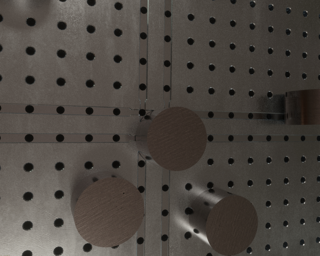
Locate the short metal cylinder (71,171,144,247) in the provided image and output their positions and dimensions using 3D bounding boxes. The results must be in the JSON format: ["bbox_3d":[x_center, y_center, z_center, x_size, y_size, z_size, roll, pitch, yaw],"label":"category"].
[{"bbox_3d":[-0.065,0.096,0.376,0.081,0.050,0.079,0,90,-20],"label":"short metal cylinder"}]

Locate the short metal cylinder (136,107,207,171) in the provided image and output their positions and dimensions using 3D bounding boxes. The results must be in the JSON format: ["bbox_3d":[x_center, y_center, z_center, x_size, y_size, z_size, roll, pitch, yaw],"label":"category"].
[{"bbox_3d":[0.014,0.013,0.406,0.081,0.050,0.079,0,90,-20],"label":"short metal cylinder"}]

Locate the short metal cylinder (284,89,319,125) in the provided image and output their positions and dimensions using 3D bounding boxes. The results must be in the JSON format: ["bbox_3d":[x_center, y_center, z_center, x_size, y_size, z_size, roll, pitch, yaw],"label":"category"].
[{"bbox_3d":[0.232,-0.031,0.471,0.081,0.080,0.050,-2,91,-20],"label":"short metal cylinder"}]

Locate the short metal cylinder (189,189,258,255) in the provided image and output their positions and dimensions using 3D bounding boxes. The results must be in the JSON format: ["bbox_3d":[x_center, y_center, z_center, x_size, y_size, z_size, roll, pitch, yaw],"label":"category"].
[{"bbox_3d":[0.088,0.129,0.434,0.081,0.050,0.079,0,90,-20],"label":"short metal cylinder"}]
